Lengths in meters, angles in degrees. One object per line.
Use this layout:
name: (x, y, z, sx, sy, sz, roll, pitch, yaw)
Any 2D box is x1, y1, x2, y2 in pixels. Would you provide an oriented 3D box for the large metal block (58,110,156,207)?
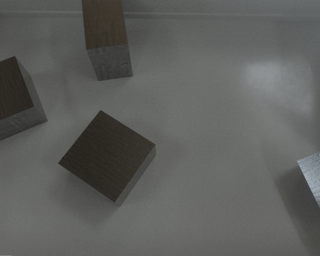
large metal block: (-0.061, 0.038, 0.382, 0.080, 0.050, 0.080, 32, 73, 11)

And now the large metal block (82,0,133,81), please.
large metal block: (-0.070, -0.122, 0.424, 0.050, 0.080, 0.080, -9, 70, -3)

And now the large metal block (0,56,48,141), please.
large metal block: (-0.207, -0.036, 0.408, 0.080, 0.050, 0.080, -24, 72, -9)

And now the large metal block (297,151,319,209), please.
large metal block: (0.221, 0.058, 0.354, 0.050, 0.080, 0.080, 2, 63, -45)
